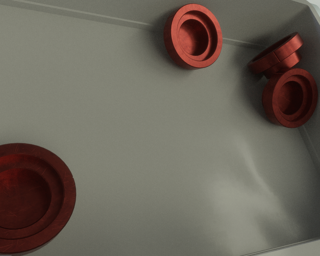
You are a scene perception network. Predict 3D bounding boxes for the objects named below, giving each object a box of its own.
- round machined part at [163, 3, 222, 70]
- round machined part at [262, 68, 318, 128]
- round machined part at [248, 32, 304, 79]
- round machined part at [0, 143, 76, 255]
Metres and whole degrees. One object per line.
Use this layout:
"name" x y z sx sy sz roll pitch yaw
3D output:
"round machined part" 0.047 -0.140 0.488 0.099 0.042 0.097 0 91 -30
"round machined part" 0.211 -0.051 0.519 0.099 0.042 0.097 -4 100 -22
"round machined part" 0.208 -0.122 0.547 0.099 0.098 0.042 -41 99 -39
"round machined part" -0.131 0.066 0.284 0.099 0.042 0.098 14 56 -21
